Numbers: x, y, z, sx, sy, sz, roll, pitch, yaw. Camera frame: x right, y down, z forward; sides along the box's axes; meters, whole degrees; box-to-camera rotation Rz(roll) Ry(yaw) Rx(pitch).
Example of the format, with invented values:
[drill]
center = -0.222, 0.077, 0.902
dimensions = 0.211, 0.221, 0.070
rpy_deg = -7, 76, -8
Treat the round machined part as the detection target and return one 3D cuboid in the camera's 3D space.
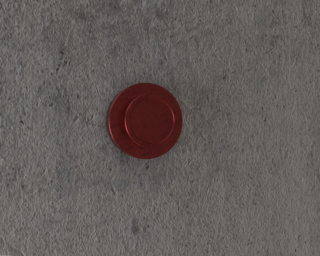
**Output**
[round machined part]
center = -0.016, -0.009, 0.394
dimensions = 0.099, 0.042, 0.097
rpy_deg = 0, 90, -20
